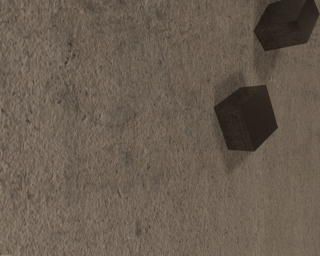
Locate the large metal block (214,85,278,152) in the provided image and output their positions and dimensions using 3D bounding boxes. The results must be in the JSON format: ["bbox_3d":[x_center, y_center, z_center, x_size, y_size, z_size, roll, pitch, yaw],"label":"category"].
[{"bbox_3d":[0.144,-0.017,0.512,0.081,0.050,0.080,-35,112,-35],"label":"large metal block"}]

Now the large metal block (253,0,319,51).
[{"bbox_3d":[0.232,-0.193,0.566,0.050,0.080,0.080,47,62,-30],"label":"large metal block"}]
